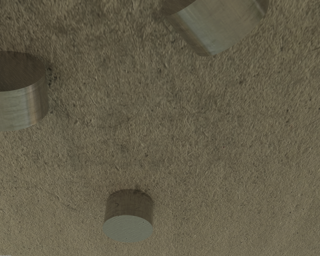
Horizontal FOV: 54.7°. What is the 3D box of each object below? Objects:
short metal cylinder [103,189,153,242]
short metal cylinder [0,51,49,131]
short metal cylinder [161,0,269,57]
[{"bbox_3d":[-0.051,0.147,0.515,0.081,0.050,0.079,0,130,0],"label":"short metal cylinder"},{"bbox_3d":[-0.164,-0.041,0.334,0.081,0.080,0.050,7,130,-6],"label":"short metal cylinder"},{"bbox_3d":[0.048,-0.111,0.277,0.080,0.080,0.050,-33,123,25],"label":"short metal cylinder"}]
